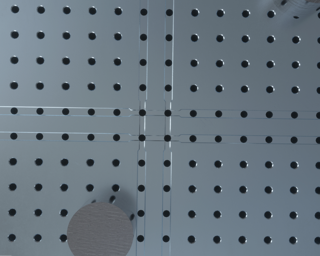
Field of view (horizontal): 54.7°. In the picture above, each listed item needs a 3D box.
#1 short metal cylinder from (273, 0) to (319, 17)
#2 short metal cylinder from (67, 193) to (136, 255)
[{"bbox_3d":[0.193,-0.193,0.403,0.081,0.050,0.079,0,90,-1],"label":"short metal cylinder"},{"bbox_3d":[-0.073,0.129,0.400,0.081,0.050,0.079,0,90,-1],"label":"short metal cylinder"}]
